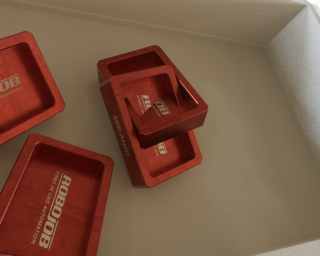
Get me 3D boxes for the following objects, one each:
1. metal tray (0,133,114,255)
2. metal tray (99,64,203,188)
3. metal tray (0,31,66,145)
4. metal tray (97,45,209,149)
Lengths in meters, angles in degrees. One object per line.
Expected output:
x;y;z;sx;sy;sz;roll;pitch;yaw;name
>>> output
-0.098;0.072;0.287;0.091;0.030;0.130;20;41;-16;metal tray
-0.008;-0.004;0.372;0.091;0.030;0.129;-20;92;-35;metal tray
-0.168;-0.030;0.299;0.131;0.030;0.090;-38;120;-39;metal tray
-0.012;-0.045;0.388;0.091;0.030;0.130;-22;58;-21;metal tray
